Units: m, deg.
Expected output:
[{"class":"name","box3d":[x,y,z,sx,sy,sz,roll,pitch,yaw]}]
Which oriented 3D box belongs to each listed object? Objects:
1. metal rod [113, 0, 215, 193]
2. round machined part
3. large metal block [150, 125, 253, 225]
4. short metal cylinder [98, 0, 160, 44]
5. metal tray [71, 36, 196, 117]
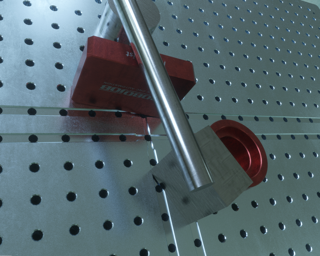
[{"class":"metal rod","box3d":[-0.013,-0.077,0.330,0.025,0.025,0.299,-8,66,-32]},{"class":"round machined part","box3d":[0.094,0.041,0.423,0.099,0.042,0.098,14,56,-21]},{"class":"large metal block","box3d":[0.045,0.056,0.363,0.050,0.080,0.080,-29,78,-37]},{"class":"short metal cylinder","box3d":[-0.046,-0.162,0.466,0.081,0.050,0.080,14,56,-21]},{"class":"metal tray","box3d":[-0.034,-0.056,0.382,0.131,0.090,0.030,10,58,-23]}]
